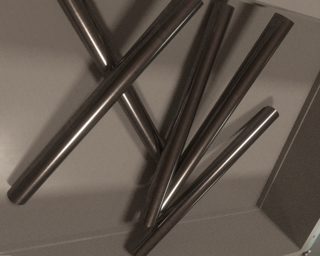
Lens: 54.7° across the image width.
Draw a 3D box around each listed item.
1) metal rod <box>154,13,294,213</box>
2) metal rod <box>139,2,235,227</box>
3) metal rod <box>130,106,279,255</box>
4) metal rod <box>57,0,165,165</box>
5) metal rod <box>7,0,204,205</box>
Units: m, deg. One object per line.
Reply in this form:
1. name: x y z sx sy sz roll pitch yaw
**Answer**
1. metal rod: 0.070 -0.005 0.403 0.025 0.025 0.298 17 114 -35
2. metal rod: 0.029 -0.007 0.397 0.025 0.025 0.298 10 106 -33
3. metal rod: 0.073 0.076 0.466 0.301 0.025 0.025 -44 130 -11
4. metal rod: -0.042 -0.043 0.359 0.025 0.025 0.299 -33 129 -7
5. metal rod: -0.068 -0.023 0.331 0.299 0.025 0.025 -46 130 14
